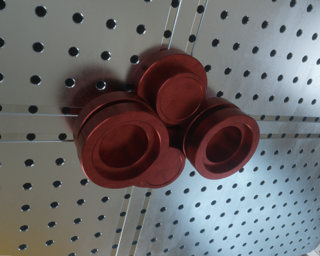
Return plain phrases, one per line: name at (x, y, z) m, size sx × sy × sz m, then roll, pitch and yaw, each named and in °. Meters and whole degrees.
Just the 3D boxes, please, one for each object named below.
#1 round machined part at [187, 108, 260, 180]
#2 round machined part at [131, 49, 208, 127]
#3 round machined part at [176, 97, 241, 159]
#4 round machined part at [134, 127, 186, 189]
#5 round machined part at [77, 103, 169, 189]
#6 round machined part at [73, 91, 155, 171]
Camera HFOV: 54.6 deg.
round machined part at (0.079, 0.017, 0.411) m, size 0.099 × 0.042 × 0.097 m, roll -14°, pitch 124°, yaw -21°
round machined part at (0.017, -0.043, 0.382) m, size 0.099 × 0.042 × 0.097 m, roll -14°, pitch 124°, yaw -21°
round machined part at (0.066, 0.001, 0.435) m, size 0.099 × 0.042 × 0.097 m, roll -14°, pitch 124°, yaw -21°
round machined part at (-0.005, 0.043, 0.423) m, size 0.099 × 0.042 × 0.097 m, roll -14°, pitch 124°, yaw -21°
round machined part at (-0.043, 0.016, 0.344) m, size 0.099 × 0.042 × 0.097 m, roll -14°, pitch 124°, yaw -21°
round machined part at (-0.054, 0.001, 0.370) m, size 0.099 × 0.042 × 0.097 m, roll -14°, pitch 124°, yaw -21°
